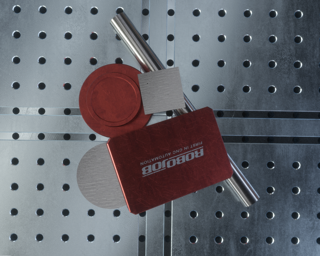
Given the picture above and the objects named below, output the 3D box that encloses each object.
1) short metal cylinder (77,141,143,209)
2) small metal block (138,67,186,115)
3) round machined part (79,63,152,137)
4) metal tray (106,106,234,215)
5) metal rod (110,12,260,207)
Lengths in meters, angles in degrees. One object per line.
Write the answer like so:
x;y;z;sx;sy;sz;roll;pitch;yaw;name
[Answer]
-0.060;0.057;0.396;0.081;0.050;0.079;0;90;0;short metal cylinder
0.003;-0.046;0.386;0.050;0.025;0.050;-10;93;5;small metal block
-0.056;-0.035;0.400;0.099;0.042;0.097;0;90;1;round machined part
0.012;0.036;0.369;0.131;0.030;0.090;-18;90;-13;metal tray
0.033;-0.024;0.410;0.025;0.025;0.299;-36;90;0;metal rod
